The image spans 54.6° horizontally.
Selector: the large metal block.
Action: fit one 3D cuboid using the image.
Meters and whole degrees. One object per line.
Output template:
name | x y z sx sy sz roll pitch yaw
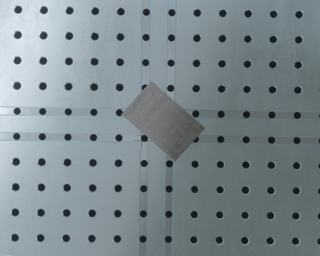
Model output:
large metal block | 0.004 -0.008 0.386 0.080 0.080 0.050 41 90 -1
